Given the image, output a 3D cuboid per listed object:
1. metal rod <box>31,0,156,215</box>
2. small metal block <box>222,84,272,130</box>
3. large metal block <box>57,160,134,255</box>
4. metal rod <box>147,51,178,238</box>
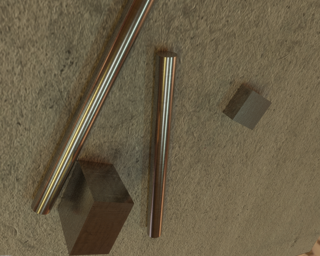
[{"bbox_3d":[-0.078,-0.025,0.349,0.025,0.025,0.298,18,109,-36],"label":"metal rod"},{"bbox_3d":[0.130,-0.030,0.462,0.050,0.025,0.050,22,106,-37],"label":"small metal block"},{"bbox_3d":[-0.084,0.098,0.387,0.050,0.080,0.080,14,111,-34],"label":"large metal block"},{"bbox_3d":[-0.001,0.043,0.434,0.025,0.025,0.298,-11,123,-23],"label":"metal rod"}]
